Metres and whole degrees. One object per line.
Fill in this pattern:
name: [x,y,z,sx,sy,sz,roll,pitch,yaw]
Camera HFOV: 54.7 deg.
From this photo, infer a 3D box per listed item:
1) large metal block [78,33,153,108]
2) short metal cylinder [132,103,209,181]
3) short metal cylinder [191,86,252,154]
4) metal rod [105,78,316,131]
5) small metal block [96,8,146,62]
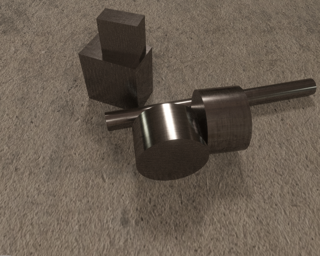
large metal block: [-0.057,-0.075,0.430,0.080,0.080,0.050,18,52,14]
short metal cylinder: [0.011,0.018,0.353,0.081,0.080,0.050,-6,51,-6]
short metal cylinder: [0.072,-0.010,0.377,0.050,0.080,0.080,-6,51,-6]
metal rod: [0.076,-0.035,0.433,0.302,0.025,0.025,-10,51,-9]
small metal block: [-0.046,-0.113,0.377,0.050,0.050,0.025,14,52,11]
